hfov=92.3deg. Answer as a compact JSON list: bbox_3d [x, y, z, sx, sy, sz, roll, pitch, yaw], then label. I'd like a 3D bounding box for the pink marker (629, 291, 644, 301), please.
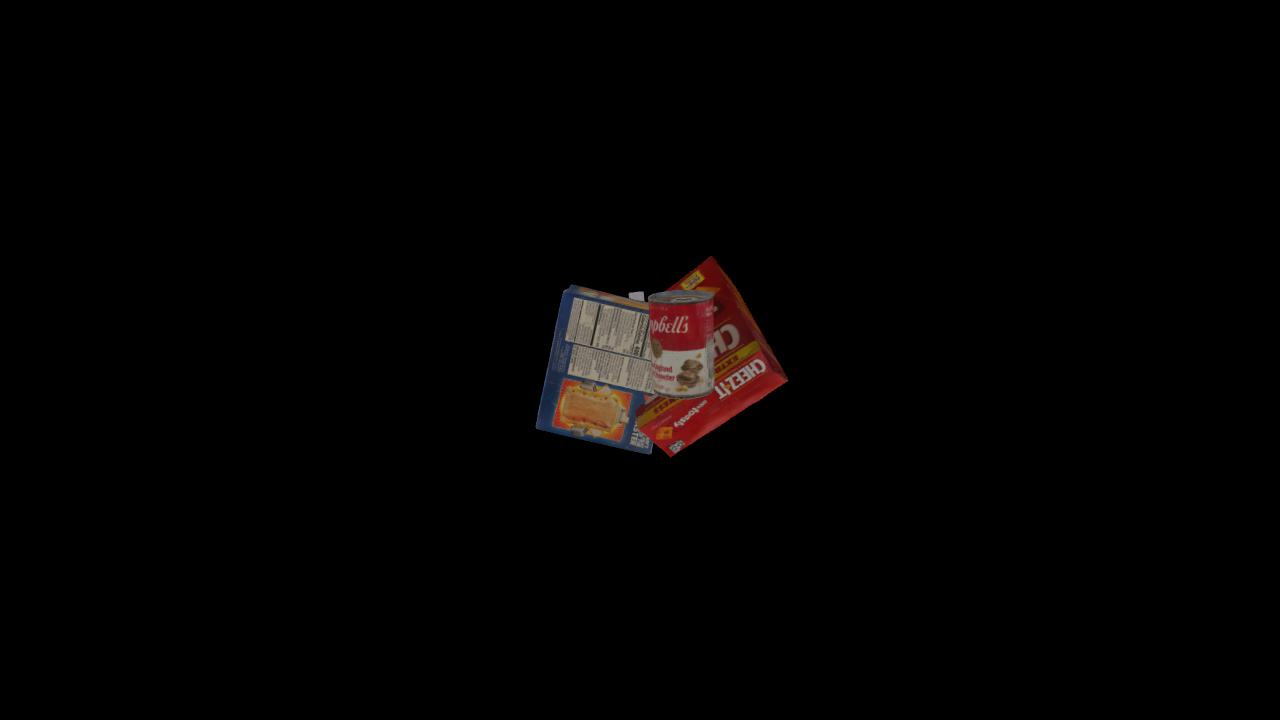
[{"bbox_3d":[0.001,-0.023,0.757,0.020,0.121,0.020,-6,5,0],"label":"pink marker"}]

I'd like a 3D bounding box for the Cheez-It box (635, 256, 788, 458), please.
[{"bbox_3d":[0.064,-0.011,0.759,0.166,0.071,0.223,-36,33,16],"label":"Cheez-It box"}]

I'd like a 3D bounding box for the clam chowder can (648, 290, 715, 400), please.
[{"bbox_3d":[0.044,-0.017,0.639,0.068,0.102,0.068,-3,16,1],"label":"clam chowder can"}]

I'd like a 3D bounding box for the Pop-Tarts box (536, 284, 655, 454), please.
[{"bbox_3d":[-0.035,0.009,0.732,0.141,0.167,0.083,13,15,-2],"label":"Pop-Tarts box"}]
